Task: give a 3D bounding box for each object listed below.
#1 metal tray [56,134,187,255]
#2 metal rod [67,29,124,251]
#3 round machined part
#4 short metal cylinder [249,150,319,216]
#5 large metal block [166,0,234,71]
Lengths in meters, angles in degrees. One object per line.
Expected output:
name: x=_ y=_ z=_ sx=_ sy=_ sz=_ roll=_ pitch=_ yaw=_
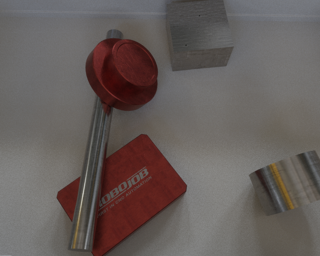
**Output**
metal tray: x=-0.044 y=0.080 z=0.377 sx=0.131 sy=0.030 sz=0.090 roll=-35 pitch=74 yaw=-12
metal rod: x=-0.074 y=-0.007 z=0.387 sx=0.025 sy=0.025 sz=0.299 roll=3 pitch=61 yaw=1
round machined part: x=-0.042 y=-0.075 z=0.401 sx=0.099 sy=0.042 sz=0.098 roll=19 pitch=57 yaw=-33
short metal cylinder: x=0.152 y=0.065 z=0.359 sx=0.081 sy=0.080 sz=0.050 roll=-17 pitch=71 yaw=-6
large metal block: x=0.054 y=-0.133 z=0.446 sx=0.081 sy=0.050 sz=0.080 roll=-6 pitch=70 yaw=-3
